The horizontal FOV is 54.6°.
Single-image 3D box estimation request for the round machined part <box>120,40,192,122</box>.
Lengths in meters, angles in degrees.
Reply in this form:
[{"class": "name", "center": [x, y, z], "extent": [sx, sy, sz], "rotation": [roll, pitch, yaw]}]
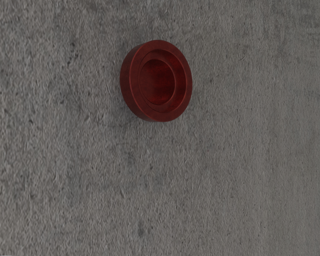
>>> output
[{"class": "round machined part", "center": [-0.009, -0.056, 0.385], "extent": [0.099, 0.042, 0.097], "rotation": [0, 90, -40]}]
